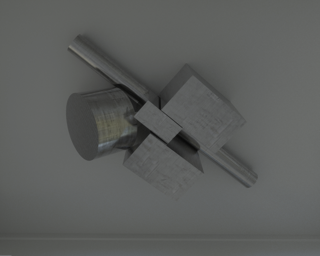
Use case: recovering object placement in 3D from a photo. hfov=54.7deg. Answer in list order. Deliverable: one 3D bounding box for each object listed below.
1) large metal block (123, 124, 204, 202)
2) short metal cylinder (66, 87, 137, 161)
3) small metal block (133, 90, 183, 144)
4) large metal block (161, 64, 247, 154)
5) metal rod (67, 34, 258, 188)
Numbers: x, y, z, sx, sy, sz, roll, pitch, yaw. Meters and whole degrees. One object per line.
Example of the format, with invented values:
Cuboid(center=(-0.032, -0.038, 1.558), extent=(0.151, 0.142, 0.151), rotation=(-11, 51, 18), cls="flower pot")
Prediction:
Cuboid(center=(0.004, 0.034, 0.394), extent=(0.080, 0.080, 0.050), rotation=(37, 106, -13), cls="large metal block")
Cuboid(center=(-0.071, -0.006, 0.371), extent=(0.050, 0.080, 0.079), rotation=(-15, 116, -37), cls="short metal cylinder")
Cuboid(center=(-0.002, -0.015, 0.367), extent=(0.050, 0.050, 0.025), rotation=(39, 105, -14), cls="small metal block")
Cuboid(center=(0.048, -0.027, 0.372), extent=(0.080, 0.080, 0.050), rotation=(38, 105, -13), cls="large metal block")
Cuboid(center=(0.013, -0.014, 0.406), extent=(0.301, 0.025, 0.025), rotation=(37, 106, -13), cls="metal rod")
